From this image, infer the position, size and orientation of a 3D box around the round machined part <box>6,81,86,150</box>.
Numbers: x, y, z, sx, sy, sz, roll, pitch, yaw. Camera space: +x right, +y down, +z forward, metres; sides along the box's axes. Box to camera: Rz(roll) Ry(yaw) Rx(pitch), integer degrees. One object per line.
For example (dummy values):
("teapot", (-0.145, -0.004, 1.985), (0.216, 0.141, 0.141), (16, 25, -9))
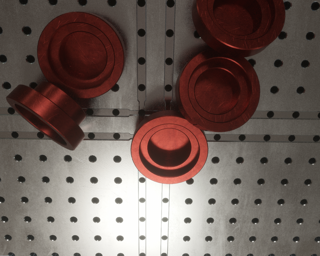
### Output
("round machined part", (-0.130, -0.019, 0.376), (0.098, 0.098, 0.042), (41, 69, -14))

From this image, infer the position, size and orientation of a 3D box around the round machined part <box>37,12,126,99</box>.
("round machined part", (-0.090, -0.087, 0.371), (0.099, 0.042, 0.097), (0, 110, -1))

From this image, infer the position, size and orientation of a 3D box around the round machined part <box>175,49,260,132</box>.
("round machined part", (0.067, -0.043, 0.378), (0.099, 0.042, 0.097), (0, 89, -9))

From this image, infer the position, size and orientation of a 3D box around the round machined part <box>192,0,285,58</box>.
("round machined part", (0.083, -0.124, 0.345), (0.099, 0.042, 0.098), (2, 79, -9))

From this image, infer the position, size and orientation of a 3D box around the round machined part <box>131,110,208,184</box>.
("round machined part", (0.012, 0.022, 0.411), (0.099, 0.042, 0.097), (0, 112, 1))
